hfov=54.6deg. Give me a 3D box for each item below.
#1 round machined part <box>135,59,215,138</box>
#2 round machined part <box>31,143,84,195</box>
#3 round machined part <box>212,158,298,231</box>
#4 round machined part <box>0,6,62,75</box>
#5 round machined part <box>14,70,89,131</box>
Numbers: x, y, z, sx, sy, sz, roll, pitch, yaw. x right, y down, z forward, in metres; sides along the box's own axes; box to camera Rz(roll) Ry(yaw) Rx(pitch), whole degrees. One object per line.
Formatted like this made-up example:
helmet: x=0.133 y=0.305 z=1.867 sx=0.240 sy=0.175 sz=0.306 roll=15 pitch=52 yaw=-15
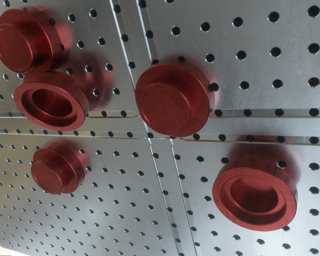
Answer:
round machined part: x=0.013 y=-0.030 z=0.376 sx=0.098 sy=0.042 sz=0.097 roll=13 pitch=124 yaw=21
round machined part: x=-0.187 y=0.078 z=0.548 sx=0.098 sy=0.042 sz=0.097 roll=13 pitch=124 yaw=21
round machined part: x=0.119 y=0.077 z=0.386 sx=0.098 sy=0.042 sz=0.097 roll=13 pitch=124 yaw=21
round machined part: x=-0.189 y=-0.114 z=0.430 sx=0.098 sy=0.042 sz=0.097 roll=13 pitch=124 yaw=21
round machined part: x=-0.148 y=-0.042 z=0.438 sx=0.098 sy=0.042 sz=0.098 roll=6 pitch=140 yaw=5
